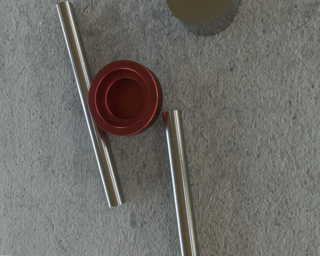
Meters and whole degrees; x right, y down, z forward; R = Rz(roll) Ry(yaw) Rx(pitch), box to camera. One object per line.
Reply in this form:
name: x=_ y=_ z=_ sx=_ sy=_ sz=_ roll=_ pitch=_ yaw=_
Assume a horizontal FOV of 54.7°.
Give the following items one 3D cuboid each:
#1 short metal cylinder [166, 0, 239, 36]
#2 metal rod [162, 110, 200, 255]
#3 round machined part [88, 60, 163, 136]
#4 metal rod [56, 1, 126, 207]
short metal cylinder: x=0.053 y=-0.158 z=0.376 sx=0.080 sy=0.050 sz=0.079 roll=0 pitch=90 yaw=19
metal rod: x=0.034 y=0.126 z=0.396 sx=0.025 sy=0.025 sz=0.298 roll=-8 pitch=87 yaw=19
round machined part: x=-0.042 y=-0.038 z=0.414 sx=0.098 sy=0.042 sz=0.097 roll=0 pitch=90 yaw=19
metal rod: x=-0.100 y=-0.037 z=0.442 sx=0.025 sy=0.025 sz=0.298 roll=-18 pitch=84 yaw=19
